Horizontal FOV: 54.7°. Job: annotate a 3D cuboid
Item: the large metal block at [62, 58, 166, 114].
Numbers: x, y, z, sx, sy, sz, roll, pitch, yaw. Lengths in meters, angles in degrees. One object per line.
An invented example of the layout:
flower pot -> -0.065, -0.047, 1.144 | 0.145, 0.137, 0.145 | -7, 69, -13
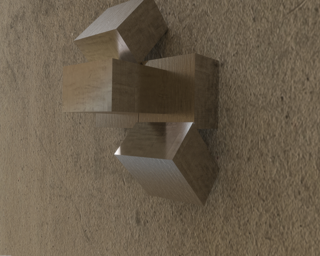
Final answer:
large metal block -> -0.050, -0.042, 0.345 | 0.080, 0.081, 0.050 | 2, 91, 39

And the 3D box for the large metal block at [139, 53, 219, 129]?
large metal block -> 0.021, -0.040, 0.369 | 0.080, 0.050, 0.079 | 1, 91, 39

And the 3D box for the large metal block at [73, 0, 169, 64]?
large metal block -> -0.049, -0.122, 0.401 | 0.080, 0.050, 0.080 | 1, 47, 40

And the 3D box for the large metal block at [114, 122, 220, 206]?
large metal block -> 0.010, 0.039, 0.353 | 0.080, 0.080, 0.050 | 1, 47, 39

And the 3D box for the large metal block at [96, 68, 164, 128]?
large metal block -> -0.041, -0.040, 0.420 | 0.080, 0.050, 0.079 | 1, 91, 39
